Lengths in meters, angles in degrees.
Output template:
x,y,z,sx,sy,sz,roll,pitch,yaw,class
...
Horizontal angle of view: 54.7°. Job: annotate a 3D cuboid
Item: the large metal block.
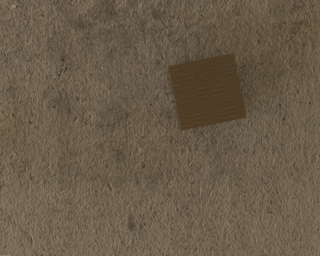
x,y,z,sx,sy,sz,roll,pitch,yaw,class
0.057,-0.044,0.398,0.080,0.050,0.080,-11,90,-1,large metal block
